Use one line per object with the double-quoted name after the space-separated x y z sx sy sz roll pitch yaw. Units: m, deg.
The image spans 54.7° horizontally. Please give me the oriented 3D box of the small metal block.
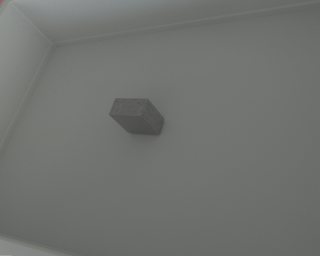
-0.030 -0.015 0.409 0.050 0.050 0.025 3 63 29 "small metal block"
